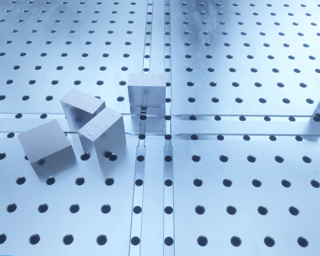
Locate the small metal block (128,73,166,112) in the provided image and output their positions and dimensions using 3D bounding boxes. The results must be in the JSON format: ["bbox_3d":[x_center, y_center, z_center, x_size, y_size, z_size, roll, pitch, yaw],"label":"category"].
[{"bbox_3d":[-0.017,-0.049,0.432,0.050,0.050,0.025,1,50,0],"label":"small metal block"}]

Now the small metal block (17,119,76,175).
[{"bbox_3d":[-0.142,0.023,0.387,0.050,0.025,0.050,-26,55,-21],"label":"small metal block"}]

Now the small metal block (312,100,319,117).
[{"bbox_3d":[0.243,-0.046,0.433,0.025,0.050,0.050,28,55,21],"label":"small metal block"}]

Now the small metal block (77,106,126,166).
[{"bbox_3d":[-0.070,0.010,0.382,0.025,0.050,0.050,30,56,22],"label":"small metal block"}]

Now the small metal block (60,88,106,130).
[{"bbox_3d":[-0.097,-0.018,0.406,0.050,0.050,0.025,22,54,17],"label":"small metal block"}]
